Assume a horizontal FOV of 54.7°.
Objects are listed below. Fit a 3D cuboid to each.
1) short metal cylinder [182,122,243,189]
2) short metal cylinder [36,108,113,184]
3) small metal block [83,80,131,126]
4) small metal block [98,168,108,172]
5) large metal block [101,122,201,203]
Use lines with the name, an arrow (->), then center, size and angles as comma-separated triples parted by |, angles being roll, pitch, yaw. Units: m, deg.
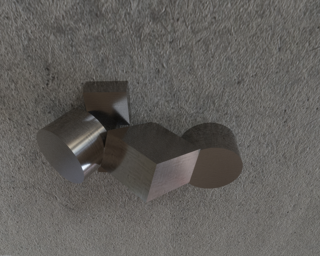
short metal cylinder -> 0.068, 0.038, 0.426 | 0.081, 0.050, 0.079 | 0, 130, 0
short metal cylinder -> -0.105, 0.022, 0.386 | 0.080, 0.050, 0.079 | 25, 137, 26
small metal block -> -0.063, -0.030, 0.382 | 0.050, 0.025, 0.050 | -1, 130, 0
small metal block -> -0.062, 0.037, 0.439 | 0.050, 0.025, 0.050 | 2, 130, -3
large metal block -> -0.012, 0.036, 0.379 | 0.081, 0.080, 0.050 | -13, 125, -48
